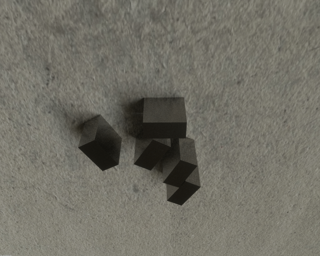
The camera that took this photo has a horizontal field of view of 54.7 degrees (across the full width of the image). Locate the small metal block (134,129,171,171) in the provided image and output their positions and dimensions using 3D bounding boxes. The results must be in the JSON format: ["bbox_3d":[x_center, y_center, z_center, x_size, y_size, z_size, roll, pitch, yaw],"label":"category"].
[{"bbox_3d":[-0.010,0.019,0.407,0.025,0.050,0.050,24,126,-19],"label":"small metal block"}]

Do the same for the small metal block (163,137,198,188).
[{"bbox_3d":[0.026,0.046,0.430,0.025,0.050,0.050,21,127,-17],"label":"small metal block"}]

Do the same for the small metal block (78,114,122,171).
[{"bbox_3d":[-0.077,0.019,0.406,0.025,0.050,0.050,-24,127,18],"label":"small metal block"}]

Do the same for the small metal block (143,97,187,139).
[{"bbox_3d":[0.006,-0.013,0.380,0.050,0.050,0.025,0,130,0],"label":"small metal block"}]

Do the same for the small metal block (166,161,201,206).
[{"bbox_3d":[0.033,0.077,0.457,0.025,0.050,0.050,23,126,-19],"label":"small metal block"}]
